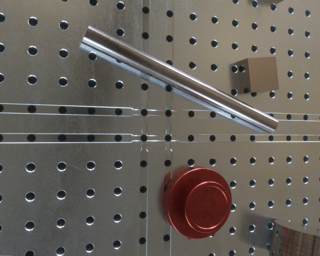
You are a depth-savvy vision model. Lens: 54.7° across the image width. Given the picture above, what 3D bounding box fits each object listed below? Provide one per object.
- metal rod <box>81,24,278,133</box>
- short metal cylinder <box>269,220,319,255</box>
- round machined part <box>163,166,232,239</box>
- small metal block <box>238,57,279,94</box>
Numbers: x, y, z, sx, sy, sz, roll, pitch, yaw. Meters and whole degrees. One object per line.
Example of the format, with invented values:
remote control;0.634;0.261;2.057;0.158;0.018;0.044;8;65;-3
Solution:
metal rod;0.041;-0.060;0.427;0.302;0.025;0.025;23;83;-19
short metal cylinder;0.208;0.173;0.460;0.081;0.080;0.050;12;86;-20
round machined part;0.057;0.104;0.425;0.099;0.042;0.097;0;90;-20
small metal block;0.148;-0.079;0.467;0.050;0.025;0.050;-8;93;-20
